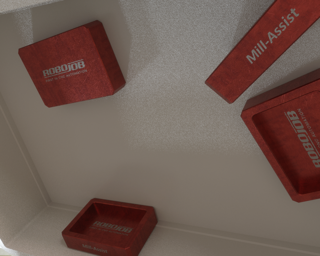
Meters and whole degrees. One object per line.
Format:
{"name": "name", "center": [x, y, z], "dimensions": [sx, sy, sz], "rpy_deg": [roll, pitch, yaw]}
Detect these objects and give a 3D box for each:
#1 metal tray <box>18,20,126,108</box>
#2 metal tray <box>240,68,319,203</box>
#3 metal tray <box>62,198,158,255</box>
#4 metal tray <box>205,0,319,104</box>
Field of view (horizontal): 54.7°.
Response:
{"name": "metal tray", "center": [-0.120, -0.081, 0.416], "dimensions": [0.130, 0.030, 0.090], "rpy_deg": [-7, 115, 31]}
{"name": "metal tray", "center": [0.158, 0.014, 0.329], "dimensions": [0.090, 0.030, 0.130], "rpy_deg": [-25, 105, 36]}
{"name": "metal tray", "center": [-0.081, 0.162, 0.507], "dimensions": [0.130, 0.090, 0.030], "rpy_deg": [1, 119, 27]}
{"name": "metal tray", "center": [0.099, -0.087, 0.260], "dimensions": [0.030, 0.090, 0.129], "rpy_deg": [41, 129, 0]}
